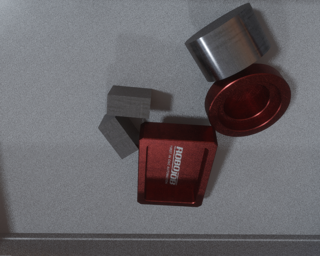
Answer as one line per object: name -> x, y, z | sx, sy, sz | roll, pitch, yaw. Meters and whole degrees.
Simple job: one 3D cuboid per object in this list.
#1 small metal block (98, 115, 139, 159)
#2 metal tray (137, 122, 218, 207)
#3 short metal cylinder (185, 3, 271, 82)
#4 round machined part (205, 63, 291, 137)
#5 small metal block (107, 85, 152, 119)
small metal block -> -0.050, 0.005, 0.399 | 0.025, 0.050, 0.050 | -31, 108, 11
metal tray -> 0.018, 0.052, 0.403 | 0.091, 0.030, 0.129 | 4, 132, -2
short metal cylinder -> 0.075, -0.095, 0.348 | 0.080, 0.080, 0.050 | -31, 107, 10
round machined part -> 0.102, -0.038, 0.377 | 0.099, 0.042, 0.097 | -6, 135, -6
small metal block -> -0.037, -0.033, 0.385 | 0.050, 0.050, 0.025 | 5, 110, -2
